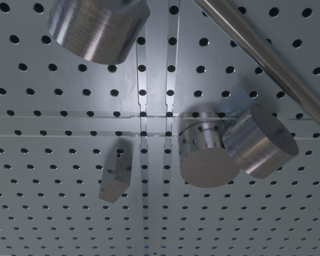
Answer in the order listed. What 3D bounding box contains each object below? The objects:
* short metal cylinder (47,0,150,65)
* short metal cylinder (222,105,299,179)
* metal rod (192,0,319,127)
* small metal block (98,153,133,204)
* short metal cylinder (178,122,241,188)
[{"bbox_3d":[-0.056,-0.104,0.287,0.080,0.080,0.050,23,127,-18],"label":"short metal cylinder"},{"bbox_3d":[0.126,0.017,0.392,0.080,0.080,0.050,28,125,-22],"label":"short metal cylinder"},{"bbox_3d":[0.125,-0.075,0.349,0.301,0.025,0.025,34,122,-26],"label":"metal rod"},{"bbox_3d":[-0.066,0.075,0.458,0.025,0.050,0.050,26,125,-20],"label":"small metal block"},{"bbox_3d":[0.066,0.038,0.428,0.081,0.050,0.079,-1,131,-1],"label":"short metal cylinder"}]
